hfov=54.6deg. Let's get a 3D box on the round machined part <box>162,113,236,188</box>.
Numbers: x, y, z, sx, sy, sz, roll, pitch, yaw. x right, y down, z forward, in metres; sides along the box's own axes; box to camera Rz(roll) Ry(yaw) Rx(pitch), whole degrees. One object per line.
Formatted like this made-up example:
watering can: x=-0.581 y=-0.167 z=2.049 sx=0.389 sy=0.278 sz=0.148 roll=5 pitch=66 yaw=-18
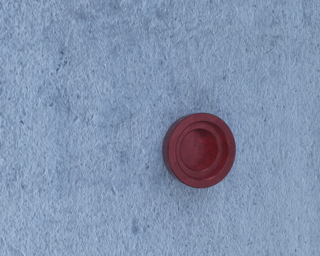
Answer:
round machined part: x=0.049 y=0.029 z=0.418 sx=0.099 sy=0.042 sz=0.097 roll=0 pitch=90 yaw=-20
